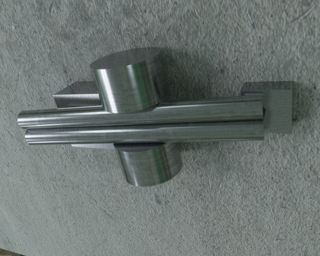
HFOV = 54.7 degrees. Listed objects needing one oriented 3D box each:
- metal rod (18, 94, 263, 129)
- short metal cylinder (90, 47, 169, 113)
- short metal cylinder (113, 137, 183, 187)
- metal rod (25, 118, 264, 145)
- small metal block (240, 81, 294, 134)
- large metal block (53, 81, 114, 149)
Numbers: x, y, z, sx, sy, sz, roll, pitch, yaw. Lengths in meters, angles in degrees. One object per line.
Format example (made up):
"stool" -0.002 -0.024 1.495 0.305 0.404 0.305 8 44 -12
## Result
"metal rod" -0.039 -0.016 0.361 0.301 0.025 0.025 -2 118 20
"short metal cylinder" -0.034 -0.057 0.355 0.080 0.080 0.050 2 119 27
"short metal cylinder" -0.014 0.031 0.399 0.080 0.080 0.050 2 119 27
"metal rod" -0.034 0.006 0.372 0.301 0.025 0.025 -2 118 20
"small metal block" 0.116 -0.023 0.333 0.050 0.025 0.050 3 120 27
"large metal block" -0.087 -0.019 0.427 0.080 0.050 0.080 2 119 27
